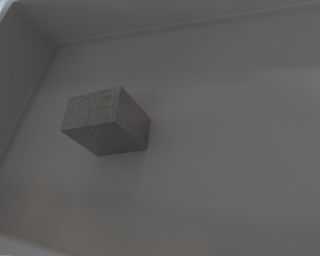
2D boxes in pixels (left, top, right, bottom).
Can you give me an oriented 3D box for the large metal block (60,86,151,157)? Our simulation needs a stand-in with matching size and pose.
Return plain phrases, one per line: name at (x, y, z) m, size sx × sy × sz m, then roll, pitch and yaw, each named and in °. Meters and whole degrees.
large metal block at (-0.068, -0.005, 0.411) m, size 0.080 × 0.080 × 0.050 m, roll -9°, pitch 58°, yaw 24°
